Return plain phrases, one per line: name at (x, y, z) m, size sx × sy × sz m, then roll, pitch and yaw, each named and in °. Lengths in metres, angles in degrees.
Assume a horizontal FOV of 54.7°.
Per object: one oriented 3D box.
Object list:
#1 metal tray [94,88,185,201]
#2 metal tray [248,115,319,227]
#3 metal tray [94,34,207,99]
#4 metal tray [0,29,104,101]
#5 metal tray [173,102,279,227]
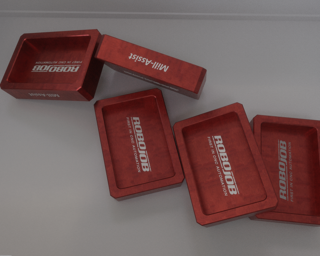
metal tray at (-0.028, 0.019, 0.399) m, size 0.091 × 0.030 × 0.130 m, roll -13°, pitch 71°, yaw -5°
metal tray at (0.159, 0.052, 0.388) m, size 0.091 × 0.030 × 0.130 m, roll 6°, pitch 70°, yaw 2°
metal tray at (-0.007, -0.075, 0.399) m, size 0.131 × 0.090 × 0.030 m, roll 20°, pitch 93°, yaw 7°
metal tray at (-0.141, -0.084, 0.414) m, size 0.130 × 0.030 × 0.090 m, roll 4°, pitch 69°, yaw 21°
metal tray at (0.075, 0.043, 0.371) m, size 0.090 × 0.030 × 0.130 m, roll -18°, pitch 64°, yaw 11°
